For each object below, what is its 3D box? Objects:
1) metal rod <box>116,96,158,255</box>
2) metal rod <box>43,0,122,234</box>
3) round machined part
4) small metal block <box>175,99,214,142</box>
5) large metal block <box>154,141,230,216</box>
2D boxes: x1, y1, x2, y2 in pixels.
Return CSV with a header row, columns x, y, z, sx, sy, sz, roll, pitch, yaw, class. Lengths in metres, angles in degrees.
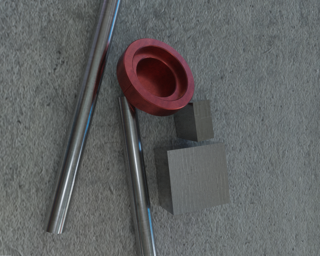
x,y,z,sx,sy,sz,roll,pitch,yaw,class
-0.024,0.108,0.401,0.025,0.025,0.298,-9,93,-20,metal rod
-0.091,-0.025,0.375,0.025,0.025,0.298,15,85,-20,metal rod
-0.009,-0.058,0.384,0.099,0.042,0.098,15,60,-27,round machined part
0.044,-0.011,0.410,0.025,0.050,0.050,-13,100,-26,small metal block
0.042,0.062,0.412,0.081,0.050,0.079,-7,93,-20,large metal block
